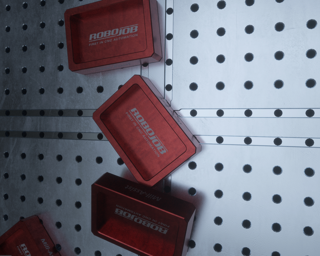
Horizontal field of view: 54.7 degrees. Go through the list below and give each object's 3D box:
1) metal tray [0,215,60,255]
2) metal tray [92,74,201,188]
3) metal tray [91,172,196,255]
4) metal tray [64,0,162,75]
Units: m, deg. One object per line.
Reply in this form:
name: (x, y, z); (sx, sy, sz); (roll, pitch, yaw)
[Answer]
metal tray: (-0.199, 0.214, 0.478); (0.090, 0.030, 0.130); (-39, 78, 15)
metal tray: (-0.019, 0.005, 0.415); (0.090, 0.030, 0.130); (-40, 78, 15)
metal tray: (-0.026, 0.119, 0.400); (0.130, 0.030, 0.089); (17, 119, 18)
metal tray: (-0.067, -0.130, 0.432); (0.130, 0.030, 0.089); (-6, 88, 19)
